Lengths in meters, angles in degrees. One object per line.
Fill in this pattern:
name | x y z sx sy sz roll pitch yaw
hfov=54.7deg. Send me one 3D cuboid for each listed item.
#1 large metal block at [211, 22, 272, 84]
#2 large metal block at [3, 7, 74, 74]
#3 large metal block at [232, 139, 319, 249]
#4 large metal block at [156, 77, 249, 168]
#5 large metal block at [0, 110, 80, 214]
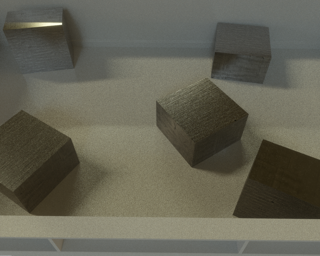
large metal block | 0.126 -0.119 0.490 0.080 0.050 0.080 8 50 6
large metal block | -0.183 -0.135 0.481 0.081 0.080 0.050 -8 51 -7
large metal block | 0.127 0.067 0.313 0.080 0.080 0.050 21 53 17
large metal block | 0.051 -0.010 0.397 0.081 0.050 0.080 -26 55 -21
large metal block | -0.155 0.036 0.357 0.080 0.050 0.080 27 55 20
